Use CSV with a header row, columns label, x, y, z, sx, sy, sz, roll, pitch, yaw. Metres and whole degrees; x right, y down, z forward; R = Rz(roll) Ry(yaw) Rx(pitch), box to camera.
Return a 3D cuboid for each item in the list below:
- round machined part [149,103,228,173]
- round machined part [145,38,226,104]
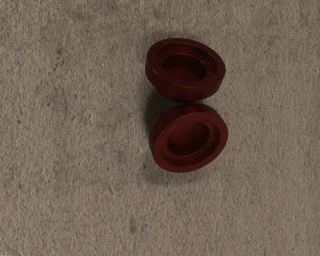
label,x,y,z,sx,sy,sz,roll,pitch,yaw
round machined part,0.033,0.008,0.397,0.099,0.042,0.097,-10,130,-12
round machined part,0.030,-0.069,0.395,0.099,0.042,0.098,7,49,-7
